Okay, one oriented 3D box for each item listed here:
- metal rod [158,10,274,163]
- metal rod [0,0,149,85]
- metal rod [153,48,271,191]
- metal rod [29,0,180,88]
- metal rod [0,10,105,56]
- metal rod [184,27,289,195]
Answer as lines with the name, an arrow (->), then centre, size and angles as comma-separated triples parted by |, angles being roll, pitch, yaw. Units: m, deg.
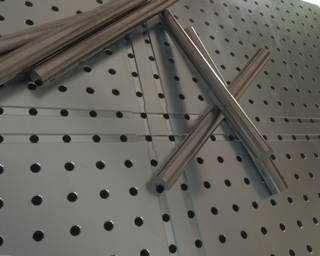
metal rod -> 0.066, -0.079, 0.449 | 0.025, 0.025, 0.299 | -6, 52, -31
metal rod -> -0.111, -0.126, 0.403 | 0.025, 0.025, 0.301 | 44, 56, 2
metal rod -> 0.088, -0.029, 0.447 | 0.025, 0.025, 0.301 | 42, 59, 0
metal rod -> -0.059, -0.146, 0.451 | 0.025, 0.025, 0.301 | 44, 55, 2
metal rod -> -0.124, -0.139, 0.425 | 0.025, 0.025, 0.302 | 49, 51, 6
metal rod -> 0.110, -0.037, 0.488 | 0.025, 0.025, 0.299 | -14, 69, -34
